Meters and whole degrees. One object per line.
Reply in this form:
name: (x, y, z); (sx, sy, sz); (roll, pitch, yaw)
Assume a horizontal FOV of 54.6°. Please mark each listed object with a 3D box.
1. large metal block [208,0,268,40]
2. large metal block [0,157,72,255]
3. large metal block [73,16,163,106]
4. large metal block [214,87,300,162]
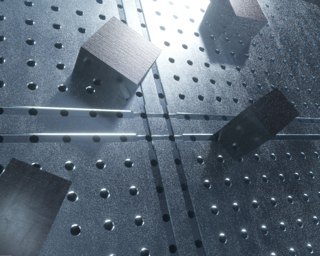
large metal block: (0.153, -0.226, 0.611); (0.081, 0.050, 0.080); (-1, 62, -29)
large metal block: (-0.121, 0.083, 0.257); (0.050, 0.080, 0.080); (26, 53, -12)
large metal block: (-0.056, -0.091, 0.417); (0.080, 0.050, 0.080); (34, 51, -6)
large metal block: (0.139, -0.005, 0.450); (0.081, 0.080, 0.050); (-30, 78, -37)
